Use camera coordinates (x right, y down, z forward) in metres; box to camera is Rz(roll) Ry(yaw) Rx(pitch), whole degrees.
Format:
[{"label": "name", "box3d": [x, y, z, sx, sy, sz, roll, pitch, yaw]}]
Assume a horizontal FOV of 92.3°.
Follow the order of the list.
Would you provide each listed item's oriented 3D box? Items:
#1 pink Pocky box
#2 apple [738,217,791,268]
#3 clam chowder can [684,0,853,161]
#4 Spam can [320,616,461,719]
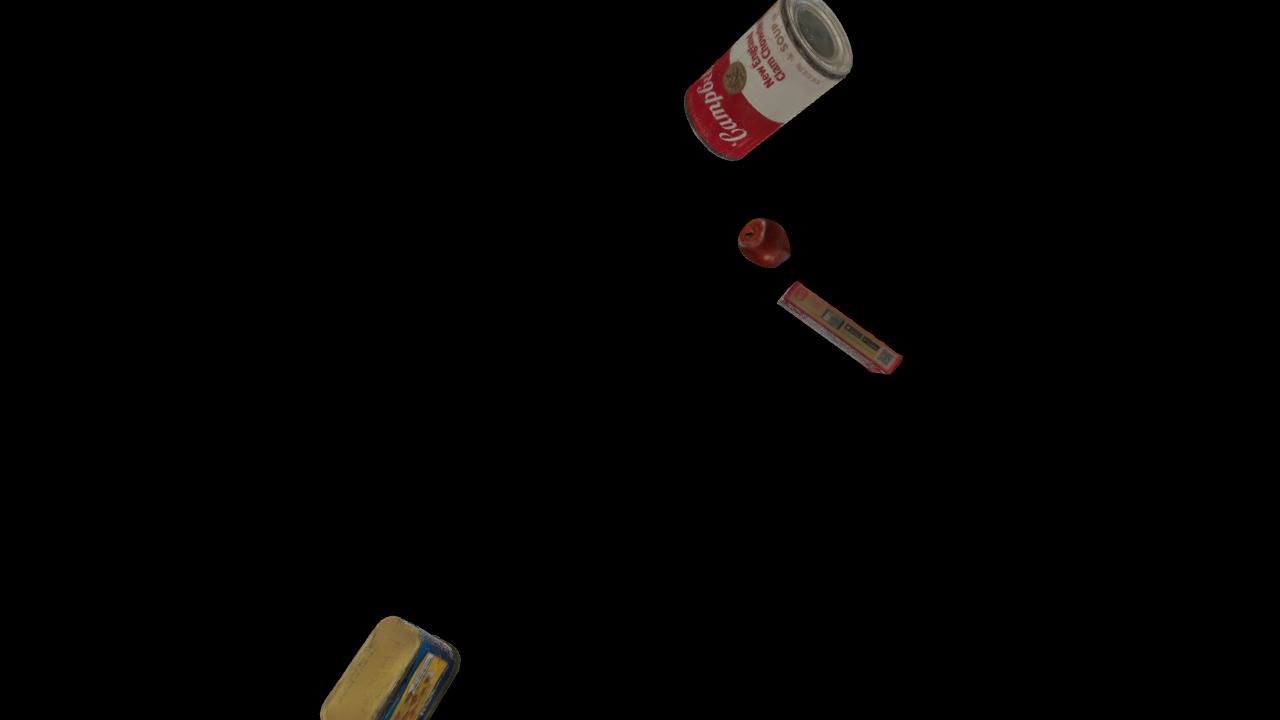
[{"label": "pink Pocky box", "box3d": [0.243, -0.039, 0.759, 0.155, 0.029, 0.084, 37, 5, 6]}, {"label": "apple", "box3d": [0.207, -0.193, 1.025, 0.093, 0.079, 0.079, 23, -14, -36]}, {"label": "clam chowder can", "box3d": [0.089, -0.198, 0.436, 0.068, 0.068, 0.102, 0, -17, -37]}, {"label": "Spam can", "box3d": [-0.222, 0.294, 0.556, 0.058, 0.101, 0.085, 17, -32, 22]}]
